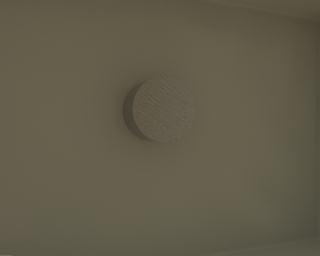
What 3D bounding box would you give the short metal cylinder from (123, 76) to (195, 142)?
[{"bbox_3d":[-0.002,-0.023,0.396,0.081,0.050,0.080,0,90,-20],"label":"short metal cylinder"}]
